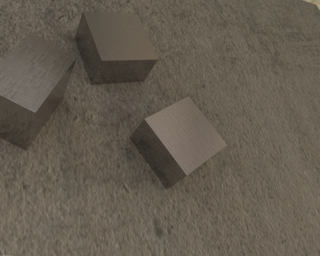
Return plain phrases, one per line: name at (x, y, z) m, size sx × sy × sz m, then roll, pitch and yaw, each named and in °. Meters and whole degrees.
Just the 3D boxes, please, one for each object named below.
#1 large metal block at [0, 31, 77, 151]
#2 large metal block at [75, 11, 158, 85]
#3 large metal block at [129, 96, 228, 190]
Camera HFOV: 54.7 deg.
large metal block at (-0.135, -0.036, 0.318) m, size 0.050 × 0.080 × 0.080 m, roll 29°, pitch 52°, yaw -11°
large metal block at (-0.061, -0.109, 0.422) m, size 0.081 × 0.050 × 0.080 m, roll -10°, pitch 67°, yaw -33°
large metal block at (0.023, 0.017, 0.391) m, size 0.081 × 0.050 × 0.080 m, roll -30°, pitch 78°, yaw -38°
